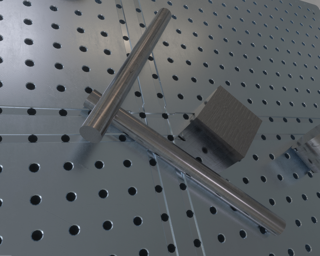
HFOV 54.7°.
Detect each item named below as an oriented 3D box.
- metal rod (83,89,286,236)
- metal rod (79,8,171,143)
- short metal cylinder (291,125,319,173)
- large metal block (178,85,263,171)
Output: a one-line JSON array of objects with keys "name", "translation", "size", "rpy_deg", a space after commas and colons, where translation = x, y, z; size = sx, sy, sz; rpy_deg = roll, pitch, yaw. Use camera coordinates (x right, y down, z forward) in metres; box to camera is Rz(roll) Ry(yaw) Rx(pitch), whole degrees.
[{"name": "metal rod", "translation": [0.036, 0.047, 0.398], "size": [0.301, 0.025, 0.025], "rpy_deg": [35, 51, -5]}, {"name": "metal rod", "translation": [-0.032, -0.093, 0.426], "size": [0.025, 0.025, 0.301], "rpy_deg": [30, 45, -9]}, {"name": "short metal cylinder", "translation": [0.262, 0.028, 0.497], "size": [0.081, 0.080, 0.050], "rpy_deg": [-32, 80, -38]}, {"name": "large metal block", "translation": [0.087, 0.000, 0.439], "size": [0.080, 0.050, 0.080], "rpy_deg": [40, 51, -1]}]
